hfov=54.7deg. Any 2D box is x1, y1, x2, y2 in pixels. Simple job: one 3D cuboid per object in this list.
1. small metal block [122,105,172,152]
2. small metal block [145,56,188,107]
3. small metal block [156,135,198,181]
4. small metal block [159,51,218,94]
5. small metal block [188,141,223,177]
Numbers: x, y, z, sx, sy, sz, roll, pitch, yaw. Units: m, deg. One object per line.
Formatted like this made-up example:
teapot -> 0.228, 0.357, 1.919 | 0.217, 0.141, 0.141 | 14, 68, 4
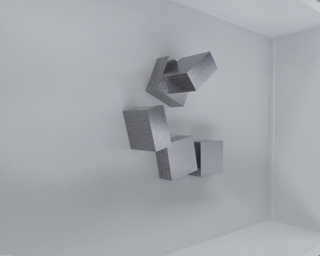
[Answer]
small metal block -> -0.016, 0.000, 0.378 | 0.025, 0.050, 0.050 | -20, 103, -39
small metal block -> 0.014, -0.062, 0.420 | 0.050, 0.025, 0.050 | 30, 72, -36
small metal block -> 0.023, 0.040, 0.428 | 0.050, 0.025, 0.050 | -15, 100, -39
small metal block -> 0.036, -0.069, 0.390 | 0.050, 0.050, 0.025 | -46, 118, -31
small metal block -> 0.069, 0.045, 0.467 | 0.050, 0.025, 0.050 | -1, 91, -40
